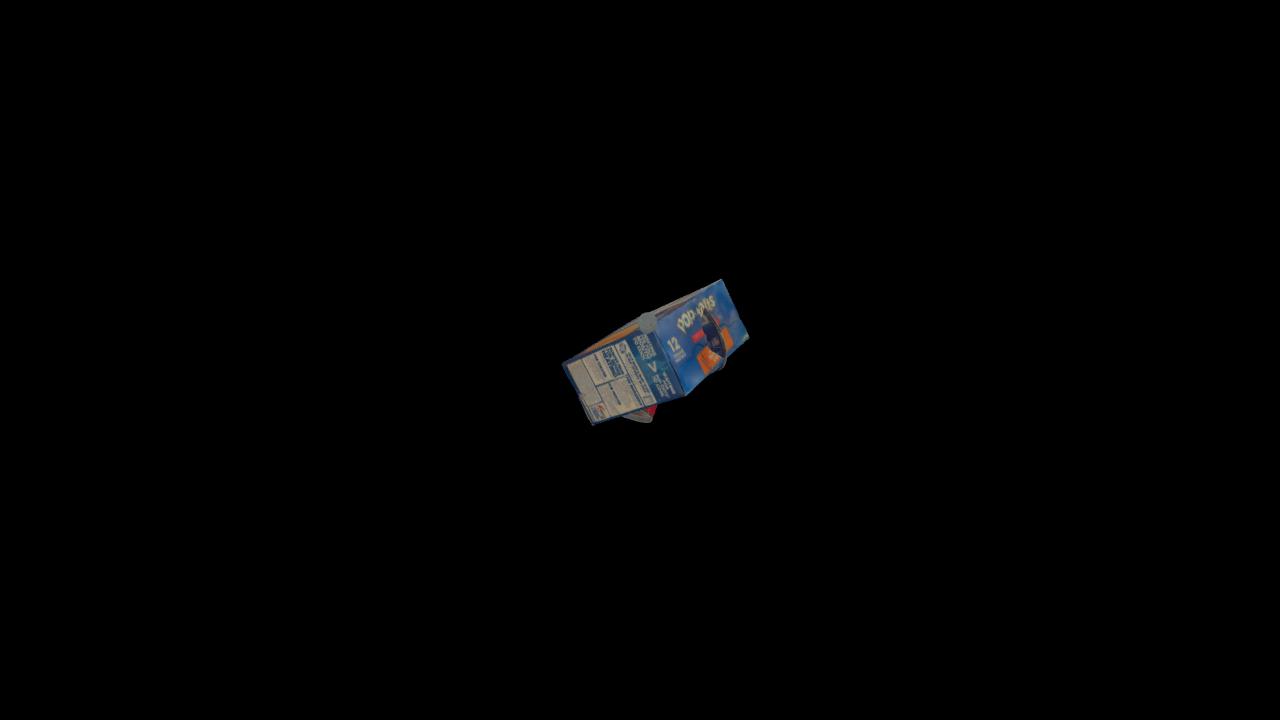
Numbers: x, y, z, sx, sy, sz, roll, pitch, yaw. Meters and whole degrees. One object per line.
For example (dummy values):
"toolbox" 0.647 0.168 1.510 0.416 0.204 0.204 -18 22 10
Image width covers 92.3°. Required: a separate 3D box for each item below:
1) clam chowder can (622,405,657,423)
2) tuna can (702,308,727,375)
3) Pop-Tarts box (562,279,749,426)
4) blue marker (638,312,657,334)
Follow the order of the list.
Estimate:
"clam chowder can" 0.000 0.016 0.745 0.068 0.102 0.068 19 -19 7
"tuna can" 0.061 -0.021 0.696 0.034 0.084 0.084 -25 9 -20
"Pop-Tarts box" 0.022 -0.010 0.705 0.141 0.083 0.167 -22 9 39
"blue marker" 0.015 -0.018 0.649 0.020 0.020 0.121 0 -19 8
